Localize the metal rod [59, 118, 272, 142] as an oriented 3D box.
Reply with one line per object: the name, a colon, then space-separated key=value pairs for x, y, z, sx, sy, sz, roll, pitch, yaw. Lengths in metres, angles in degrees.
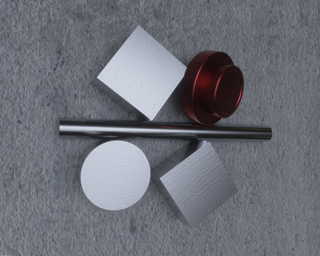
metal rod: x=0.022 y=0.004 z=0.420 sx=0.303 sy=0.025 sz=0.025 roll=2 pitch=90 yaw=-21

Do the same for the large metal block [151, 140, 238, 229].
large metal block: x=0.043 y=0.072 z=0.414 sx=0.080 sy=0.050 sz=0.080 roll=-35 pitch=102 yaw=-17

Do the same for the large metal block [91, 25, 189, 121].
large metal block: x=-0.026 y=-0.064 z=0.386 sx=0.080 sy=0.050 sz=0.080 roll=38 pitch=78 yaw=-16

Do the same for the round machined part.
round machined part: x=0.074 y=-0.050 z=0.405 sx=0.099 sy=0.042 sz=0.097 roll=-21 pitch=119 yaw=-42

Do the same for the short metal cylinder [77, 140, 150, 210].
short metal cylinder: x=-0.058 y=0.054 z=0.376 sx=0.081 sy=0.050 sz=0.079 roll=0 pitch=90 yaw=-21
